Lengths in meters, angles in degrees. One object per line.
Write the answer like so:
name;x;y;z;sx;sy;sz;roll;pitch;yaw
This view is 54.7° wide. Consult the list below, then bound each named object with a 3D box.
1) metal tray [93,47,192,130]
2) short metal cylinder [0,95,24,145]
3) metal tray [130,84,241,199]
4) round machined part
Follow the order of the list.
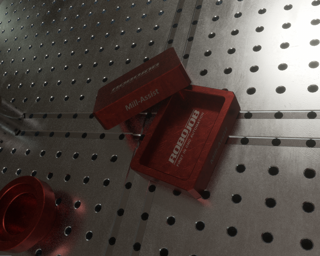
metal tray;-0.027;-0.057;0.430;0.130;0.030;0.090;-28;27;10
short metal cylinder;-0.294;-0.015;0.552;0.080;0.050;0.080;-13;56;20
metal tray;0.032;0.010;0.381;0.090;0.030;0.130;16;70;34
round machined part;-0.181;0.117;0.418;0.098;0.042;0.098;-13;56;20
